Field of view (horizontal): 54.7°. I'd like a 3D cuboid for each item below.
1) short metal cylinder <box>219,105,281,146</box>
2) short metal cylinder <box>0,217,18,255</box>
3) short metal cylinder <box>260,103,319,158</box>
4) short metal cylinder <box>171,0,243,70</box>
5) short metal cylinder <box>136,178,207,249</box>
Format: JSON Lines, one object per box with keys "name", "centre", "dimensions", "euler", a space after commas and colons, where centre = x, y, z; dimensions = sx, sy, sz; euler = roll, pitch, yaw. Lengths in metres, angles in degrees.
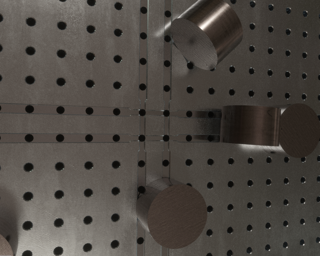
{"name": "short metal cylinder", "centre": [0.124, -0.002, 0.431], "dimensions": [0.081, 0.080, 0.050], "euler": [4, 89, -20]}
{"name": "short metal cylinder", "centre": [-0.196, 0.136, 0.327], "dimensions": [0.081, 0.050, 0.079], "euler": [0, 90, -20]}
{"name": "short metal cylinder", "centre": [0.194, 0.004, 0.473], "dimensions": [0.081, 0.050, 0.079], "euler": [0, 90, -21]}
{"name": "short metal cylinder", "centre": [0.060, -0.124, 0.407], "dimensions": [0.050, 0.080, 0.080], "euler": [-44, 104, -15]}
{"name": "short metal cylinder", "centre": [0.014, 0.109, 0.406], "dimensions": [0.081, 0.050, 0.079], "euler": [0, 90, -21]}
